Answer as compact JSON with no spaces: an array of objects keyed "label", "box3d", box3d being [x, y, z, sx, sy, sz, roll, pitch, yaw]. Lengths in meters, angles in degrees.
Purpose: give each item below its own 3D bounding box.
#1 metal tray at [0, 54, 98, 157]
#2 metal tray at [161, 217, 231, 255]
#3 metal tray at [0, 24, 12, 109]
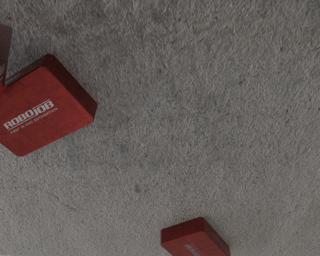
[{"label":"metal tray","box3d":[-0.156,-0.023,0.383,0.130,0.030,0.090,-24,126,19]},{"label":"metal tray","box3d":[0.071,0.228,0.599,0.090,0.030,0.130,-25,126,19]},{"label":"metal tray","box3d":[-0.160,-0.050,0.274,0.030,0.130,0.089,10,103,-22]}]
